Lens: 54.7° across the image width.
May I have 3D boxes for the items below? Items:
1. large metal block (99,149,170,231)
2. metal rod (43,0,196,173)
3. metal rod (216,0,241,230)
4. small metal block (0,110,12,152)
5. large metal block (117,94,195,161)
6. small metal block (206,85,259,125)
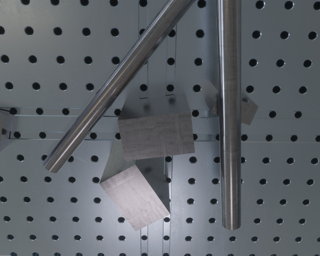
[{"bbox_3d":[-0.029,0.072,0.410,0.050,0.080,0.080,-29,108,10],"label":"large metal block"},{"bbox_3d":[-0.056,-0.055,0.392,0.025,0.025,0.299,38,106,-13],"label":"metal rod"},{"bbox_3d":[0.080,-0.013,0.355,0.025,0.025,0.298,-5,110,2],"label":"metal rod"},{"bbox_3d":[-0.230,0.000,0.411,0.050,0.025,0.050,14,109,-6],"label":"small metal block"},{"bbox_3d":[-0.003,-0.004,0.382,0.080,0.080,0.050,-7,110,2],"label":"large metal block"},{"bbox_3d":[0.089,-0.030,0.389,0.050,0.050,0.025,18,109,-7],"label":"small metal block"}]
